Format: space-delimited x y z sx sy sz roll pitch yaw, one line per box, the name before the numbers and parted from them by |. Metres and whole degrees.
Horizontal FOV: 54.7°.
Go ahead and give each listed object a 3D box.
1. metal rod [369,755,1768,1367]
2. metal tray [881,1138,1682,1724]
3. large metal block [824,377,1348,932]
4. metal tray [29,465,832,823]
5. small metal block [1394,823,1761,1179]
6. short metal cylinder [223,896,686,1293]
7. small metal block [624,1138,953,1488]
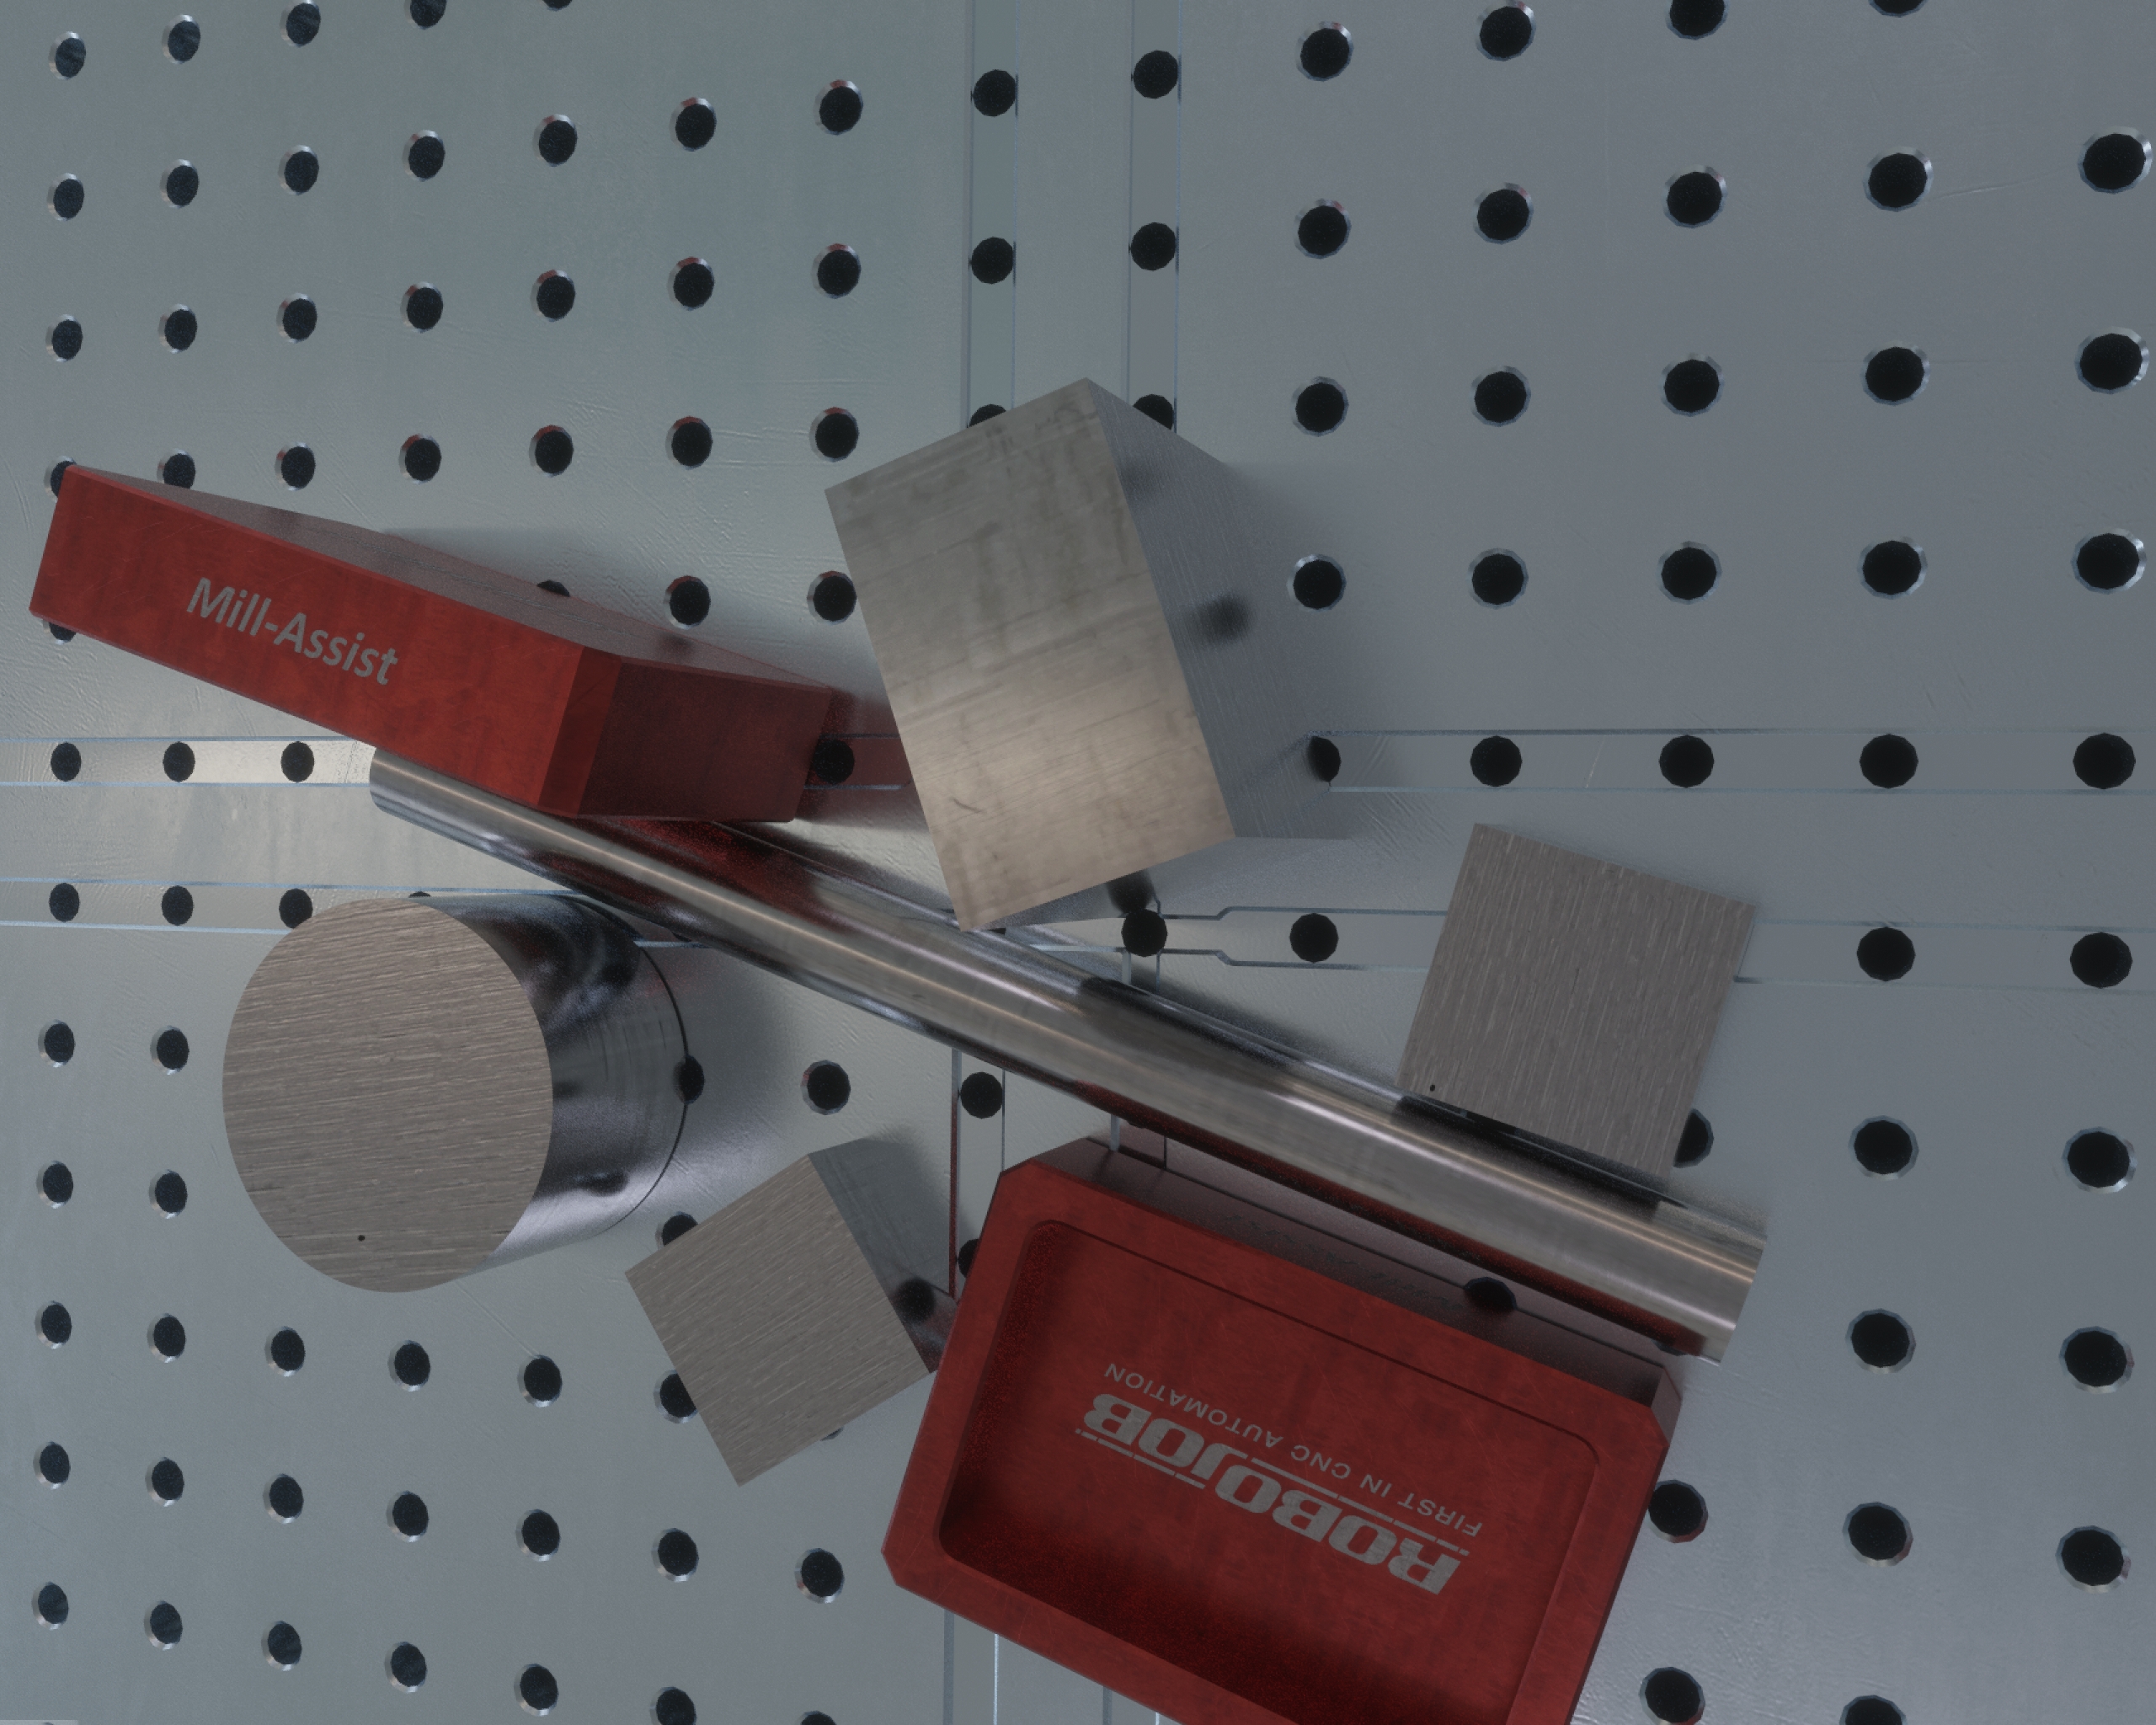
metal rod | -0.015 0.028 0.418 0.301 0.025 0.025 21 97 18
metal tray | 0.036 0.117 0.396 0.130 0.030 0.089 19 97 18
large metal block | 0.005 -0.034 0.383 0.050 0.080 0.080 -20 84 19
metal tray | -0.128 -0.043 0.422 0.130 0.090 0.030 20 97 19
small metal block | 0.091 0.024 0.380 0.050 0.025 0.050 18 96 19
short metal cylinder | -0.132 0.047 0.445 0.080 0.050 0.080 0 90 20
small metal block | -0.057 0.093 0.433 0.050 0.025 0.050 -34 79 16
